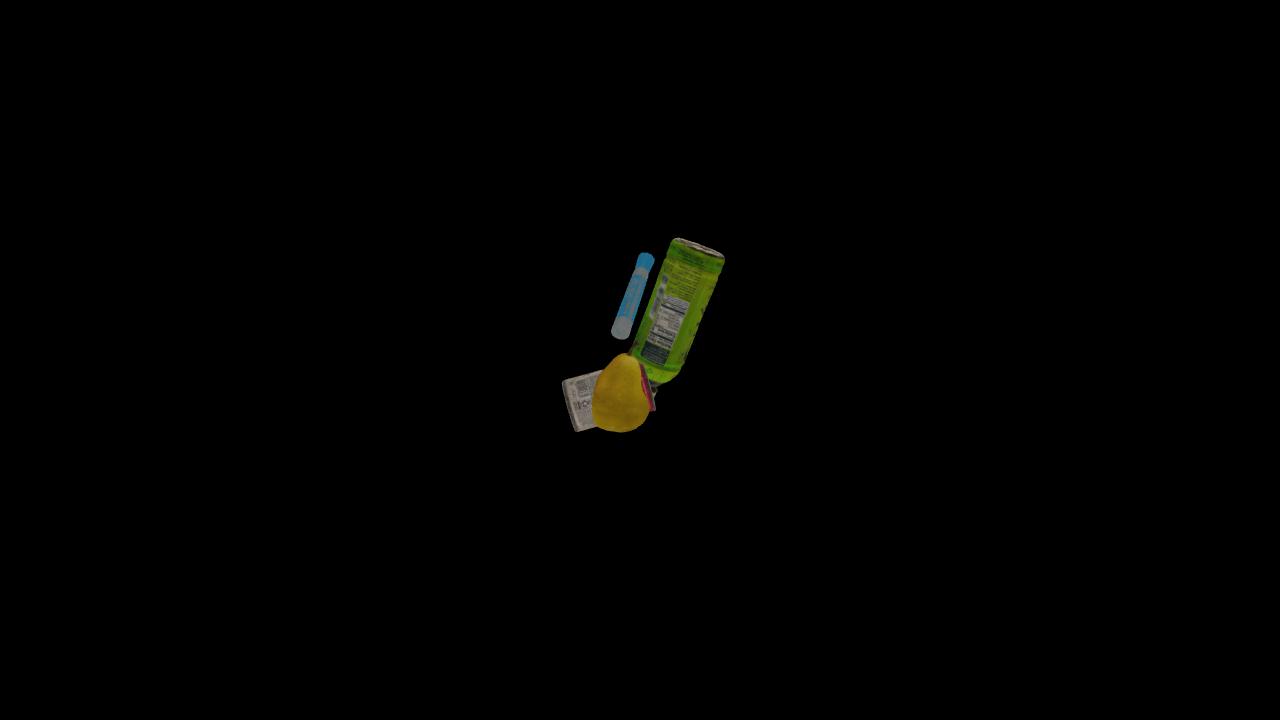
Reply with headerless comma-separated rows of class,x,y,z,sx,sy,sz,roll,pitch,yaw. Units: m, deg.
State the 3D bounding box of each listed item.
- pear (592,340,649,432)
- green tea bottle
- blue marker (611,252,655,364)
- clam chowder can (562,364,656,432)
pear,-0.026,0.029,0.738,0.080,0.111,0.080,2,17,-1
green tea bottle,0.034,-0.040,0.753,0.073,0.212,0.073,21,16,-6
blue marker,-0.006,-0.071,0.643,0.020,0.121,0.020,10,-39,9
clam chowder can,-0.038,0.044,0.754,0.102,0.068,0.068,-16,1,-4
